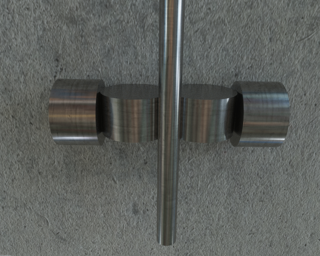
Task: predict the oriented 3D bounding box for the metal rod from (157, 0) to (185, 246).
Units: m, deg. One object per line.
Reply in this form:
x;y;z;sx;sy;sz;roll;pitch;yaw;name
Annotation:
0.010;0.003;0.347;0.025;0.025;0.298;1;110;-1;metal rod

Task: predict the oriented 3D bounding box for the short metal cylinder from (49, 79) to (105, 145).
-0.095;-0.019;0.374;0.050;0.080;0.079;1;110;-1;short metal cylinder

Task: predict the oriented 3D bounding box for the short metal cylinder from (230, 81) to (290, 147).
0.116;-0.017;0.377;0.050;0.080;0.079;1;110;-1;short metal cylinder

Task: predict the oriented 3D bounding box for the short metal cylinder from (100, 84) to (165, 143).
-0.030;-0.021;0.374;0.081;0.080;0.050;1;110;-1;short metal cylinder

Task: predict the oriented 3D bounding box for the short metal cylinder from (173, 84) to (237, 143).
0.050;-0.020;0.374;0.081;0.080;0.050;1;110;-1;short metal cylinder
